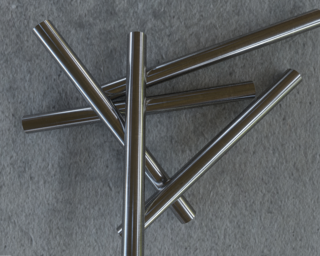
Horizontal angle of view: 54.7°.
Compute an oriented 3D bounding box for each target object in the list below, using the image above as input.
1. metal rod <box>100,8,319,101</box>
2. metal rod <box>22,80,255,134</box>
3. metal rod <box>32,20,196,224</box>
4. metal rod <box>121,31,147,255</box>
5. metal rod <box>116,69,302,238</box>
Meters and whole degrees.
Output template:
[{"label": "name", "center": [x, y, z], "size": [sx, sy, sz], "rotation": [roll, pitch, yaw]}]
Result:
[{"label": "metal rod", "center": [0.068, -0.096, 0.410], "size": [0.302, 0.025, 0.025], "rotation": [-20, 90, -1]}, {"label": "metal rod", "center": [-0.027, -0.028, 0.409], "size": [0.302, 0.025, 0.025], "rotation": [-9, 90, -1]}, {"label": "metal rod", "center": [-0.051, 0.000, 0.386], "size": [0.025, 0.025, 0.299], "rotation": [-37, 99, 0]}, {"label": "metal rod", "center": [-0.029, 0.029, 0.362], "size": [0.025, 0.025, 0.299], "rotation": [0, 77, -1]}, {"label": "metal rod", "center": [0.068, 0.029, 0.389], "size": [0.301, 0.025, 0.025], "rotation": [-42, 90, -9]}]
